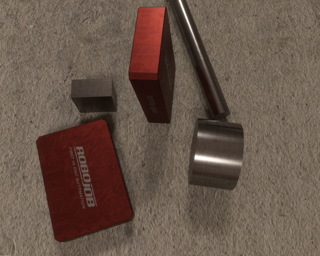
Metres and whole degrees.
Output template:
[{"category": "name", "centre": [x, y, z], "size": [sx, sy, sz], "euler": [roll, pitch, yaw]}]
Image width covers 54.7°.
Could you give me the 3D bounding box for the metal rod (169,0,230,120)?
[{"category": "metal rod", "centre": [0.041, -0.151, 0.463], "size": [0.025, 0.025, 0.299], "euler": [-15, 71, -6]}]

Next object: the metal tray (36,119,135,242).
[{"category": "metal tray", "centre": [-0.092, 0.062, 0.382], "size": [0.091, 0.030, 0.130], "euler": [-16, 71, -7]}]

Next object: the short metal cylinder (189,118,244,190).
[{"category": "short metal cylinder", "centre": [0.064, 0.031, 0.369], "size": [0.050, 0.080, 0.080], "euler": [8, 70, 2]}]

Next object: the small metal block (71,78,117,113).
[{"category": "small metal block", "centre": [-0.085, -0.042, 0.409], "size": [0.050, 0.050, 0.025], "euler": [-2, 70, -1]}]

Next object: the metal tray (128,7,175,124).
[{"category": "metal tray", "centre": [-0.004, -0.069, 0.376], "size": [0.030, 0.130, 0.090], "euler": [3, 70, 9]}]
